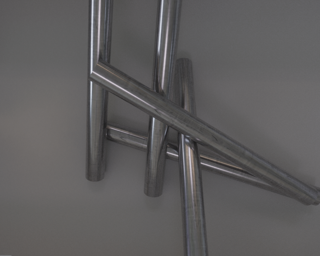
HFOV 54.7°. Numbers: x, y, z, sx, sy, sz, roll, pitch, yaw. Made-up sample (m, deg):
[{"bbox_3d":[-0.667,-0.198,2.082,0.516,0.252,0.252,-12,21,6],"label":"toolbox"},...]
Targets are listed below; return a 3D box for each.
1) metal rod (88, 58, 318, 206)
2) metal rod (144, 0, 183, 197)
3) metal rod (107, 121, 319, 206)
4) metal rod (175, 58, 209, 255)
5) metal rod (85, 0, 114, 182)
[{"bbox_3d":[0.060,0.013,0.351,0.301,0.025,0.025,30,90,-14],"label":"metal rod"},{"bbox_3d":[0.003,-0.052,0.349,0.025,0.025,0.298,5,114,0],"label":"metal rod"},{"bbox_3d":[0.066,0.046,0.411,0.302,0.025,0.025,18,90,0],"label":"metal rod"},{"bbox_3d":[0.034,0.050,0.351,0.025,0.025,0.299,-2,65,0],"label":"metal rod"},{"bbox_3d":[-0.069,-0.068,0.347,0.025,0.025,0.298,8,116,0],"label":"metal rod"}]
